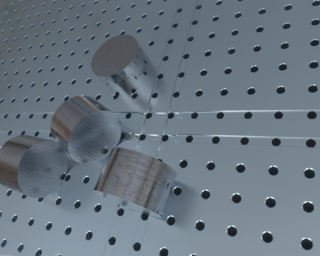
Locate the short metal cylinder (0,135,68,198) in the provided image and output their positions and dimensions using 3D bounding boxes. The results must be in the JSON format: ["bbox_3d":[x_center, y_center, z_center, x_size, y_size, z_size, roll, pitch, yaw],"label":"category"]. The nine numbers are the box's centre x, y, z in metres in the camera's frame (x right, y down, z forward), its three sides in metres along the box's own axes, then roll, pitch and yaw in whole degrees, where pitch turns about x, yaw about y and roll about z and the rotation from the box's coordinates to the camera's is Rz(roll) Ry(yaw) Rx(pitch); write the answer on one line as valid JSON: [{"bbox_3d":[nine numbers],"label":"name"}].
[{"bbox_3d":[-0.177,0.052,0.432,0.050,0.080,0.080,8,66,31],"label":"short metal cylinder"}]

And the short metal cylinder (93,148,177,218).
[{"bbox_3d":[-0.027,0.062,0.348,0.080,0.080,0.050,9,66,31],"label":"short metal cylinder"}]

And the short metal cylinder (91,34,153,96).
[{"bbox_3d":[-0.058,-0.097,0.481,0.080,0.050,0.080,-13,56,20],"label":"short metal cylinder"}]

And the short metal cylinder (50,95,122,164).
[{"bbox_3d":[-0.100,0.002,0.422,0.050,0.080,0.080,34,81,38],"label":"short metal cylinder"}]
